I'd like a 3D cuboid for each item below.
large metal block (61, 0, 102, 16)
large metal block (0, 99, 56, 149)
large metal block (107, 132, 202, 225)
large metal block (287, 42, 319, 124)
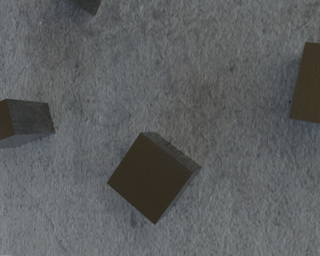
[{"bbox_3d":[-0.132,-0.204,0.425,0.080,0.080,0.050,29,100,17],"label":"large metal block"},{"bbox_3d":[-0.218,-0.004,0.455,0.080,0.080,0.050,-18,84,19],"label":"large metal block"},{"bbox_3d":[-0.006,0.061,0.397,0.080,0.050,0.080,37,102,16],"label":"large metal block"},{"bbox_3d":[0.187,-0.041,0.330,0.080,0.050,0.079,12,94,19],"label":"large metal block"}]
